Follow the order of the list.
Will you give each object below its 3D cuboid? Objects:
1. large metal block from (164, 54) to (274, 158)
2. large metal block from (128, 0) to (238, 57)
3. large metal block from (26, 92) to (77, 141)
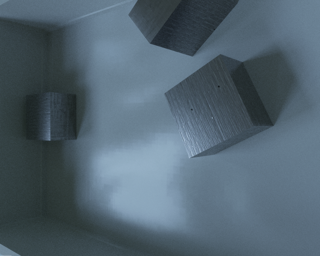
[{"bbox_3d":[0.062,-0.021,0.339,0.080,0.050,0.080,-32,70,35],"label":"large metal block"},{"bbox_3d":[0.026,-0.134,0.350,0.080,0.081,0.050,-48,62,29],"label":"large metal block"},{"bbox_3d":[-0.194,-0.019,0.551,0.080,0.050,0.080,0,90,40],"label":"large metal block"}]
